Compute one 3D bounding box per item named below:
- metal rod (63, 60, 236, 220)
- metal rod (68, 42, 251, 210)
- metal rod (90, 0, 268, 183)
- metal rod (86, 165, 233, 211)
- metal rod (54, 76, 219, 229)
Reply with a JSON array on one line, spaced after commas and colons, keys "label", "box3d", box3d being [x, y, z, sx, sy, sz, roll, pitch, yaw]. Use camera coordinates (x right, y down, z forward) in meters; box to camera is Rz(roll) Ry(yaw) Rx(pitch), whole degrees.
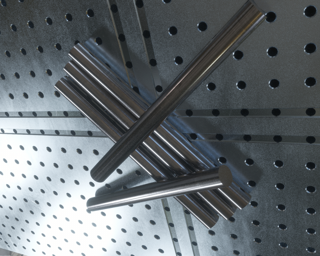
[{"label": "metal rod", "box3d": [-0.012, 0.016, 0.426, 0.300, 0.025, 0.025, 43, 129, -2]}, {"label": "metal rod", "box3d": [0.001, -0.002, 0.408, 0.300, 0.025, 0.025, 42, 129, -2]}, {"label": "metal rod", "box3d": [0.002, -0.023, 0.368, 0.025, 0.025, 0.299, 44, 121, -2]}, {"label": "metal rod", "box3d": [-0.024, 0.096, 0.455, 0.299, 0.025, 0.025, -23, 106, 45]}, {"label": "metal rod", "box3d": [-0.032, 0.036, 0.449, 0.300, 0.025, 0.025, 43, 129, -2]}]
